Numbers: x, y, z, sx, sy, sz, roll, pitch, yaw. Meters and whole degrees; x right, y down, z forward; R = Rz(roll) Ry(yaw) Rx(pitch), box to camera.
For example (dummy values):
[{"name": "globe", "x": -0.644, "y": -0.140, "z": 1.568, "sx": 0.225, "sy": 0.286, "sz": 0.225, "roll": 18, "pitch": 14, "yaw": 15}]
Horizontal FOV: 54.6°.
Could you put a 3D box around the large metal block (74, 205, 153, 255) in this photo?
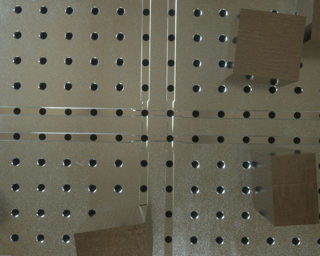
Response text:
[{"name": "large metal block", "x": -0.053, "y": 0.136, "z": 0.386, "sx": 0.080, "sy": 0.080, "sz": 0.050, "roll": -9, "pitch": 90, "yaw": 0}]

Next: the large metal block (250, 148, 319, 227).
[{"name": "large metal block", "x": 0.151, "y": 0.069, "z": 0.387, "sx": 0.050, "sy": 0.080, "sz": 0.080, "roll": -3, "pitch": 90, "yaw": 0}]

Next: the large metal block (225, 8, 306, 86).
[{"name": "large metal block", "x": 0.133, "y": -0.101, "z": 0.402, "sx": 0.080, "sy": 0.050, "sz": 0.080, "roll": 7, "pitch": 90, "yaw": 0}]

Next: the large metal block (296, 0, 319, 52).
[{"name": "large metal block", "x": 0.227, "y": -0.144, "z": 0.402, "sx": 0.080, "sy": 0.050, "sz": 0.080, "roll": 5, "pitch": 90, "yaw": 0}]
